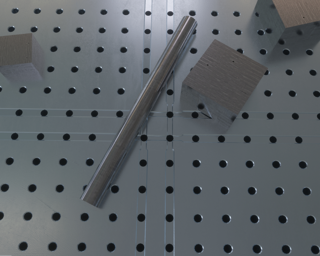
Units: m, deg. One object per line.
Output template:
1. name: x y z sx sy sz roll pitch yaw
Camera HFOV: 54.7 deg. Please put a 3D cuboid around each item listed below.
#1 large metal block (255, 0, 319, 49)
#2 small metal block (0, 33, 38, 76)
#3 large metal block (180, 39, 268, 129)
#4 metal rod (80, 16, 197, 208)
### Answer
1. large metal block: 0.201 -0.174 0.463 0.081 0.050 0.080 -14 71 -5
2. small metal block: -0.206 -0.107 0.449 0.050 0.025 0.050 -7 70 -3
3. large metal block: 0.084 -0.059 0.421 0.080 0.050 0.080 33 73 11
4. metal rod: -0.021 -0.035 0.424 0.025 0.025 0.300 25 72 8
